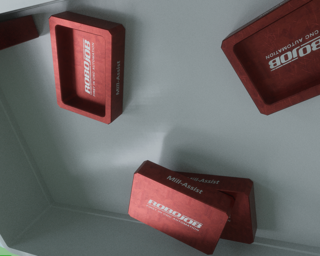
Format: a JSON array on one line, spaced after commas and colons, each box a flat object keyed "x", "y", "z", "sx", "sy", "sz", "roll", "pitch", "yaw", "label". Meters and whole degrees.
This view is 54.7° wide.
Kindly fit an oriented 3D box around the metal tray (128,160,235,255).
[{"x": 0.024, "y": 0.108, "z": 0.420, "sx": 0.130, "sy": 0.030, "sz": 0.089, "roll": 22, "pitch": 127, "yaw": 15, "label": "metal tray"}]

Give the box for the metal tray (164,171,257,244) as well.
[{"x": 0.066, "y": 0.110, "z": 0.439, "sx": 0.130, "sy": 0.030, "sz": 0.089, "roll": 2, "pitch": 119, "yaw": 27, "label": "metal tray"}]

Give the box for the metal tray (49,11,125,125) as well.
[{"x": -0.094, "y": -0.077, "z": 0.407, "sx": 0.090, "sy": 0.030, "sz": 0.129, "roll": 19, "pitch": 126, "yaw": 17, "label": "metal tray"}]

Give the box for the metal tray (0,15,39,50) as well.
[{"x": -0.245, "y": -0.122, "z": 0.420, "sx": 0.130, "sy": 0.090, "sz": 0.030, "roll": 2, "pitch": 119, "yaw": 27, "label": "metal tray"}]

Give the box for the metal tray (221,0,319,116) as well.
[{"x": 0.135, "y": -0.076, "z": 0.286, "sx": 0.130, "sy": 0.030, "sz": 0.090, "roll": -25, "pitch": 105, "yaw": 37, "label": "metal tray"}]
